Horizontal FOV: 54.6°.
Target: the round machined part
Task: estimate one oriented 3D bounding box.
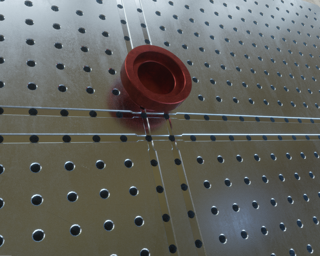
[{"bbox_3d":[-0.008,-0.064,0.431,0.099,0.042,0.098,13,56,-21],"label":"round machined part"}]
